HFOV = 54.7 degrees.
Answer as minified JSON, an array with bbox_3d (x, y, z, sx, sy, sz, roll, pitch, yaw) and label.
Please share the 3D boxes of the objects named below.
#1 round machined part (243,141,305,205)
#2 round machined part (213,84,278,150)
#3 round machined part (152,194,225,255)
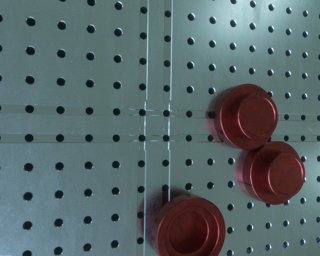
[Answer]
[{"bbox_3d":[0.180,0.069,0.472,0.099,0.042,0.097,0,90,-21],"label":"round machined part"},{"bbox_3d":[0.132,-0.017,0.454,0.099,0.042,0.097,0,90,-21],"label":"round machined part"},{"bbox_3d":[0.035,0.138,0.418,0.099,0.042,0.097,0,90,-21],"label":"round machined part"}]
